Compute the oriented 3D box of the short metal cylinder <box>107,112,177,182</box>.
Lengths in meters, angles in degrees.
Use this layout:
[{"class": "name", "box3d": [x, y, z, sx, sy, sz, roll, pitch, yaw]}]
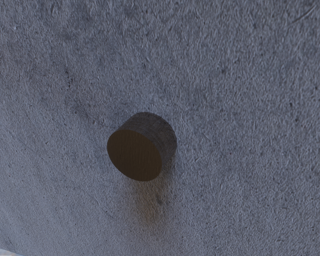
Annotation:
[{"class": "short metal cylinder", "box3d": [-0.024, 0.025, 0.419, 0.080, 0.050, 0.080, 13, 124, 21]}]
